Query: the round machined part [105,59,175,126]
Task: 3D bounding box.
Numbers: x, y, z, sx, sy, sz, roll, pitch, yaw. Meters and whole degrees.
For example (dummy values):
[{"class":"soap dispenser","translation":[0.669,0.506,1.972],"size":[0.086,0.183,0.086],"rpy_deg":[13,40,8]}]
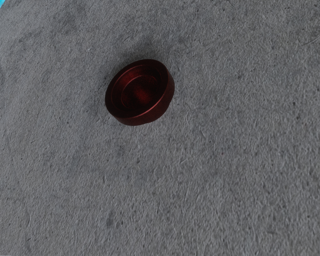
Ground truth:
[{"class":"round machined part","translation":[-0.024,-0.045,0.434],"size":[0.098,0.042,0.098],"rpy_deg":[-13,56,21]}]
